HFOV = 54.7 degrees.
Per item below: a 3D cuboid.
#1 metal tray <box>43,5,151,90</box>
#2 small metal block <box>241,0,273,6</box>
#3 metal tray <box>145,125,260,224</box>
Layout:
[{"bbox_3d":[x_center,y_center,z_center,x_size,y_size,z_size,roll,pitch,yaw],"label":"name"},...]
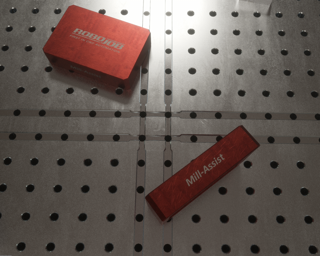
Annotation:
[{"bbox_3d":[-0.089,-0.119,0.451,0.131,0.030,0.090,20,71,7],"label":"metal tray"},{"bbox_3d":[0.159,-0.230,0.498,0.050,0.025,0.050,13,70,4],"label":"small metal block"},{"bbox_3d":[0.046,0.057,0.356,0.131,0.090,0.030,-35,74,-12],"label":"metal tray"}]
